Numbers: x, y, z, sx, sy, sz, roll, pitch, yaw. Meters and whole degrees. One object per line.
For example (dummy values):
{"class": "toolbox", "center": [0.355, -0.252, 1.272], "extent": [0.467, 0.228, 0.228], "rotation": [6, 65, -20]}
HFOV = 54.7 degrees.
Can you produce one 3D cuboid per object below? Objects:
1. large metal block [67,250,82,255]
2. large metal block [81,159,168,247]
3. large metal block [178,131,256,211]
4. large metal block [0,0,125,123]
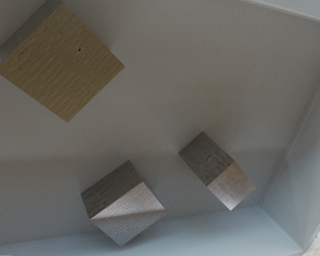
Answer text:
{"class": "large metal block", "center": [-0.139, 0.242, 0.449], "extent": [0.080, 0.080, 0.050], "rotation": [-27, 128, -12]}
{"class": "large metal block", "center": [-0.048, 0.105, 0.431], "extent": [0.080, 0.050, 0.080], "rotation": [-35, 129, -5]}
{"class": "large metal block", "center": [0.083, 0.063, 0.457], "extent": [0.050, 0.080, 0.080], "rotation": [-43, 129, 1]}
{"class": "large metal block", "center": [-0.096, -0.066, 0.299], "extent": [0.080, 0.050, 0.080], "rotation": [-44, 129, 2]}
